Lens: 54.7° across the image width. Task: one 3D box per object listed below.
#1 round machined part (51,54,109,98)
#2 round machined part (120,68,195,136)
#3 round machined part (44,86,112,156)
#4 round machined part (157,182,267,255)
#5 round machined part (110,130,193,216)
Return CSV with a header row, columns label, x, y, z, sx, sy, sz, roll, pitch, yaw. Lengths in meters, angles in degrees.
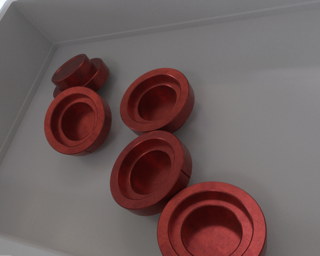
label,x,y,z,sx,sy,sz,roll,pitch,yaw
round machined part,-0.134,-0.082,0.499,0.098,0.042,0.098,-23,37,19
round machined part,0.000,-0.029,0.412,0.098,0.042,0.098,-14,55,21
round machined part,-0.113,-0.007,0.447,0.098,0.042,0.098,-4,76,19
round machined part,0.050,0.103,0.294,0.098,0.042,0.098,-10,42,10
round machined part,-0.006,0.055,0.358,0.098,0.042,0.098,-21,46,24
